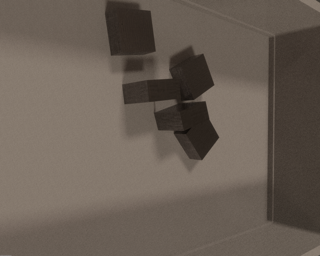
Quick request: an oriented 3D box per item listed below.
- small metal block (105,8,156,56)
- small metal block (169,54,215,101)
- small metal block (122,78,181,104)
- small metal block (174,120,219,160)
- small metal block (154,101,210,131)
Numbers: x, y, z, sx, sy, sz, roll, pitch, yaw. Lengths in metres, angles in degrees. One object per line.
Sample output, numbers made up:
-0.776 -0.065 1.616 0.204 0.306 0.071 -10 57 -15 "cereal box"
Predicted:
-0.035 -0.116 0.378 0.050 0.025 0.050 -13 98 -40 "small metal block"
0.047 -0.073 0.448 0.050 0.025 0.050 -37 113 -34 "small metal block"
-0.011 -0.045 0.383 0.050 0.050 0.025 -11 97 -40 "small metal block"
0.055 0.011 0.455 0.050 0.025 0.050 -48 119 -30 "small metal block"
0.029 -0.016 0.417 0.050 0.050 0.025 -23 105 -38 "small metal block"
